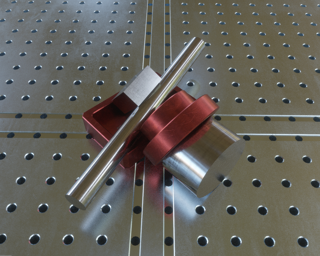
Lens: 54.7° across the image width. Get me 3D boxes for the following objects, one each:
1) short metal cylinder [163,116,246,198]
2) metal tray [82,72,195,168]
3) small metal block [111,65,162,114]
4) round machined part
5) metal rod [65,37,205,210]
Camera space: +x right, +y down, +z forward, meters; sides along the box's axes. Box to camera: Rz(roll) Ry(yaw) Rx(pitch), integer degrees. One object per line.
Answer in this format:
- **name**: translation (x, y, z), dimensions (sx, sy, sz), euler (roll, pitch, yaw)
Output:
- **short metal cylinder**: translation (0.049, 0.030, 0.345), dimensions (0.080, 0.080, 0.050), euler (-36, 59, -27)
- **metal tray**: translation (-0.024, -0.017, 0.417), dimensions (0.131, 0.030, 0.090), euler (-36, 59, -27)
- **small metal block**: translation (-0.031, -0.049, 0.404), dimensions (0.025, 0.050, 0.050), euler (44, 66, -13)
- **round machined part**: translation (0.017, -0.005, 0.351), dimensions (0.099, 0.098, 0.042), euler (-39, 82, -28)
- **metal rod**: translation (-0.013, -0.028, 0.391), dimensions (0.025, 0.025, 0.301), euler (22, 53, 17)
